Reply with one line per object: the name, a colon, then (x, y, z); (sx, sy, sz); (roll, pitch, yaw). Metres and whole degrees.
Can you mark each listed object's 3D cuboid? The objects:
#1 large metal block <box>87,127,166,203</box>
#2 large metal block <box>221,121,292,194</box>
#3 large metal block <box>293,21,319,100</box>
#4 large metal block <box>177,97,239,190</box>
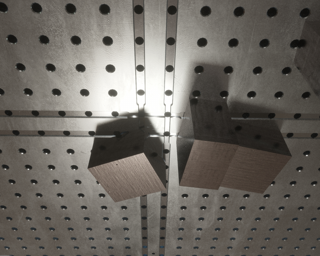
large metal block: (-0.043, 0.054, 0.441); (0.080, 0.050, 0.080); (-17, 128, 13)
large metal block: (0.120, 0.042, 0.433); (0.081, 0.050, 0.079); (11, 129, -10)
large metal block: (0.197, -0.071, 0.318); (0.081, 0.080, 0.050); (-1, 130, 0)
large metal block: (0.055, 0.020, 0.393); (0.050, 0.080, 0.079); (7, 130, -7)
